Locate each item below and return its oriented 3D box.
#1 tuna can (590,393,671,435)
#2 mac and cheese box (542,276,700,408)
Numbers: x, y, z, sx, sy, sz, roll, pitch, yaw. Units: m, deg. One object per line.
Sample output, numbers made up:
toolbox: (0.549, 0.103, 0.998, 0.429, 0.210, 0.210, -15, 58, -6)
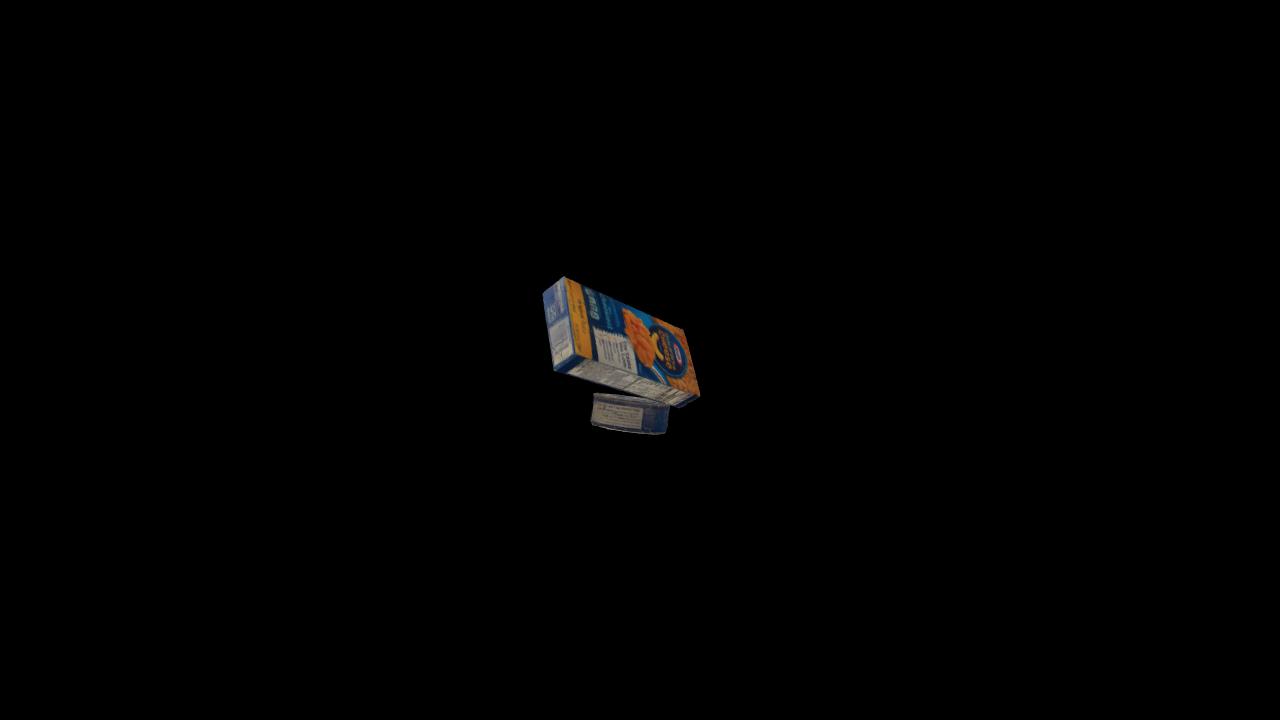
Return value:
tuna can: (-0.010, 0.057, 0.659, 0.084, 0.034, 0.084, 7, 0, 0)
mac and cheese box: (-0.015, -0.013, 0.645, 0.041, 0.093, 0.184, -34, -35, 32)
